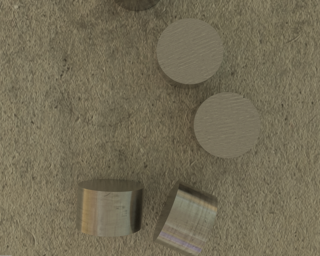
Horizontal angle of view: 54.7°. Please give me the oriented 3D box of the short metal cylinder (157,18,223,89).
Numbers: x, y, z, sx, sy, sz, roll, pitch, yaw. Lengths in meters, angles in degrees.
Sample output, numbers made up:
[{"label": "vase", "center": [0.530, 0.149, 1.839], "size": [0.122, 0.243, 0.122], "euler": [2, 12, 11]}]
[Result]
[{"label": "short metal cylinder", "center": [0.036, -0.093, 0.397], "size": [0.081, 0.050, 0.080], "euler": [0, 90, 0]}]

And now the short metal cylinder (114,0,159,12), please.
[{"label": "short metal cylinder", "center": [-0.031, -0.198, 0.397], "size": [0.081, 0.050, 0.080], "euler": [0, 90, 0]}]

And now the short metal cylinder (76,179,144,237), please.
[{"label": "short metal cylinder", "center": [-0.061, 0.095, 0.382], "size": [0.080, 0.080, 0.050], "euler": [3, 90, 0]}]

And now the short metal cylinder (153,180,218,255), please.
[{"label": "short metal cylinder", "center": [0.030, 0.111, 0.383], "size": [0.050, 0.080, 0.080], "euler": [24, 90, 0]}]

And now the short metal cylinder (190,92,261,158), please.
[{"label": "short metal cylinder", "center": [0.081, -0.004, 0.398], "size": [0.081, 0.050, 0.080], "euler": [0, 90, 0]}]
